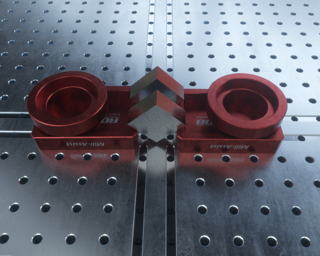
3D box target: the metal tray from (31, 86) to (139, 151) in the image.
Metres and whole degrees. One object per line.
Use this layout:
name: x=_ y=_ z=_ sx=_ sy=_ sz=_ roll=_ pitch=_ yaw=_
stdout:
metal tray: x=-0.094 y=-0.015 z=0.417 sx=0.131 sy=0.030 sz=0.090 roll=0 pitch=52 yaw=-1

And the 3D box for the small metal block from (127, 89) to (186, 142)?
small metal block: x=-0.004 y=-0.013 z=0.383 sx=0.050 sy=0.050 sz=0.025 roll=-32 pitch=40 yaw=33

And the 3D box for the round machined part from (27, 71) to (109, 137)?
round machined part: x=-0.115 y=-0.026 z=0.402 sx=0.099 sy=0.042 sz=0.098 roll=0 pitch=50 yaw=0

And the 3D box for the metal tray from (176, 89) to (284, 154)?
metal tray: x=0.087 y=-0.011 z=0.415 sx=0.131 sy=0.030 sz=0.090 roll=1 pitch=50 yaw=0

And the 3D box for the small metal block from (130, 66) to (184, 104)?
small metal block: x=-0.004 y=-0.047 z=0.412 sx=0.050 sy=0.050 sz=0.025 roll=-32 pitch=40 yaw=33

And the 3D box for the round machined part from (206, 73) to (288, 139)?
round machined part: x=0.108 y=-0.024 z=0.401 sx=0.099 sy=0.042 sz=0.098 roll=0 pitch=50 yaw=0
